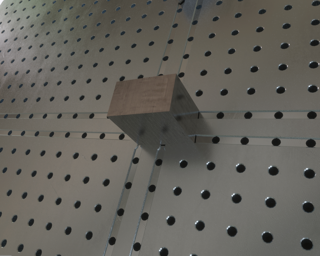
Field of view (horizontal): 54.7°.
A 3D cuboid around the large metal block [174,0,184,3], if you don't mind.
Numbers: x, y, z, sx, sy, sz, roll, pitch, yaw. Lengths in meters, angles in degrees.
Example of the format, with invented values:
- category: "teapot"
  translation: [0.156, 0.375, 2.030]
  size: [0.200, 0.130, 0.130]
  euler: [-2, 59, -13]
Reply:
- category: "large metal block"
  translation: [0.034, -0.278, 0.543]
  size: [0.080, 0.050, 0.080]
  euler: [-41, 51, 0]

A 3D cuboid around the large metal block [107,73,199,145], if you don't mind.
- category: "large metal block"
  translation: [-0.005, -0.019, 0.386]
  size: [0.080, 0.080, 0.050]
  euler: [-3, 60, 26]
